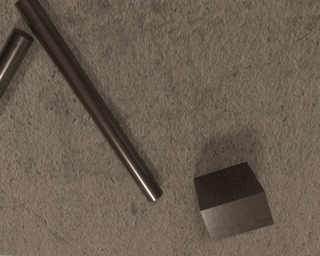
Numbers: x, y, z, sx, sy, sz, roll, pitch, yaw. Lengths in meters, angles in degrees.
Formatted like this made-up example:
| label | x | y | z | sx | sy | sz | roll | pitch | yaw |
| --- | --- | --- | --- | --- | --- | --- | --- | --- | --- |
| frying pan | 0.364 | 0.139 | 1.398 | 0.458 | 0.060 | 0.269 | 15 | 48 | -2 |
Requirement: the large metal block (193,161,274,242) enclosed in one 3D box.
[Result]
| label | x | y | z | sx | sy | sz | roll | pitch | yaw |
| --- | --- | --- | --- | --- | --- | --- | --- | --- | --- |
| large metal block | 0.095 | 0.096 | 0.417 | 0.080 | 0.080 | 0.050 | -19 | 109 | 6 |

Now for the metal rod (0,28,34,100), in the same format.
| label | x | y | z | sx | sy | sz | roll | pitch | yaw |
| --- | --- | --- | --- | --- | --- | --- | --- | --- | --- |
| metal rod | -0.249 | 0.003 | 0.407 | 0.025 | 0.025 | 0.299 | 34 | 106 | -12 |

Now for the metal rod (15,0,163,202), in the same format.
| label | x | y | z | sx | sy | sz | roll | pitch | yaw |
| --- | --- | --- | --- | --- | --- | --- | --- | --- | --- |
| metal rod | -0.081 | -0.024 | 0.399 | 0.025 | 0.025 | 0.299 | -28 | 108 | 9 |
